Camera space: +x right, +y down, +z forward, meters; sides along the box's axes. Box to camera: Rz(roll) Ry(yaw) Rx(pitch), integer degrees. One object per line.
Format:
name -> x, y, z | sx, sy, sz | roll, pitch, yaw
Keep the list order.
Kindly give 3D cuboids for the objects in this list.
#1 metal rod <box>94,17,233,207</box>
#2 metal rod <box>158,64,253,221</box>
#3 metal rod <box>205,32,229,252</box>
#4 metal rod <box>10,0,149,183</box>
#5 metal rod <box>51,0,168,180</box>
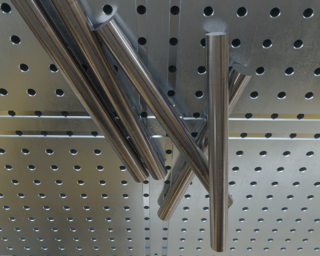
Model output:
metal rod -> 0.020, 0.001, 0.388 | 0.025, 0.025, 0.300 | -25, 119, 19
metal rod -> 0.051, 0.042, 0.447 | 0.025, 0.025, 0.298 | 13, 129, -11
metal rod -> 0.073, 0.035, 0.389 | 0.025, 0.025, 0.298 | -4, 114, 3
metal rod -> -0.083, -0.033, 0.382 | 0.025, 0.025, 0.299 | -17, 128, 14
metal rod -> -0.051, -0.038, 0.378 | 0.025, 0.025, 0.299 | -15, 129, 13
